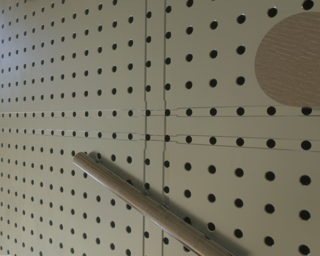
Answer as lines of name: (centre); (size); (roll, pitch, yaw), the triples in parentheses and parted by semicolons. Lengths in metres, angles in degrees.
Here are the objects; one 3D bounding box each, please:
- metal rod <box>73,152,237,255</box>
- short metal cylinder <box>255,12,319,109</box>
metal rod: (-0.025, 0.103, 0.427); (0.300, 0.025, 0.025); (26, 106, 36)
short metal cylinder: (0.135, -0.058, 0.281); (0.080, 0.050, 0.079); (0, 90, 39)
